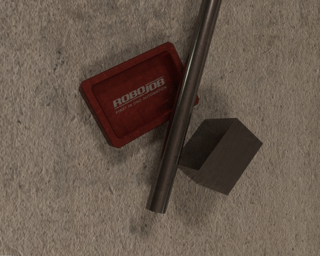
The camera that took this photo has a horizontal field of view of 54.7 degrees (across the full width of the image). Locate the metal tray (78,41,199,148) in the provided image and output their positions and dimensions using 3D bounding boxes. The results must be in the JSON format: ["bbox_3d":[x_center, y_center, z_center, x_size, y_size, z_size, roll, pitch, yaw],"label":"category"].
[{"bbox_3d":[-0.025,-0.043,0.398,0.131,0.030,0.090,-30,100,-18],"label":"metal tray"}]

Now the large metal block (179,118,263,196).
[{"bbox_3d":[0.073,0.034,0.408,0.050,0.080,0.080,42,77,-16],"label":"large metal block"}]

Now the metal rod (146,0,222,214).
[{"bbox_3d":[0.034,-0.043,0.390,0.025,0.025,0.299,17,84,-20],"label":"metal rod"}]
